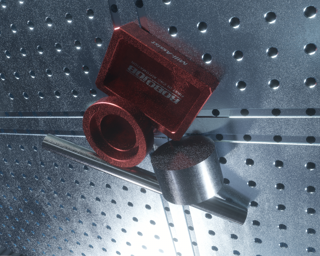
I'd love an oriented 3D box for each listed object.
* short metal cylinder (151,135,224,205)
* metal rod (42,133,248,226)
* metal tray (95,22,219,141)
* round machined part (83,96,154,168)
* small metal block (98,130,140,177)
[{"bbox_3d":[0.034,0.050,0.386,0.080,0.080,0.050,-4,117,29],"label":"short metal cylinder"},{"bbox_3d":[-0.025,0.071,0.440,0.301,0.025,0.025,20,127,5],"label":"metal rod"},{"bbox_3d":[-0.008,-0.054,0.376,0.130,0.030,0.089,35,128,5],"label":"metal tray"},{"bbox_3d":[-0.051,0.001,0.416,0.098,0.042,0.097,14,125,22],"label":"round machined part"},{"bbox_3d":[-0.063,0.038,0.466,0.050,0.025,0.050,25,127,12],"label":"small metal block"}]
